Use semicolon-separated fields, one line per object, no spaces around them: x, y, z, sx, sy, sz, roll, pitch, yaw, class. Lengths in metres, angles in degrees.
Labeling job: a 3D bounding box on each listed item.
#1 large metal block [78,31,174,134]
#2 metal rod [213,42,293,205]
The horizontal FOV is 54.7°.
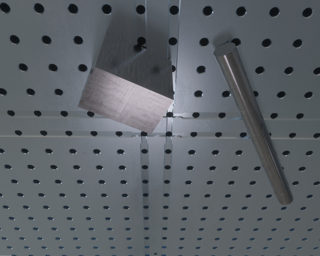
-0.034;-0.050;0.333;0.080;0.080;0.050;21;127;-17;large metal block
0.139;0.015;0.425;0.025;0.025;0.299;-22;127;17;metal rod
